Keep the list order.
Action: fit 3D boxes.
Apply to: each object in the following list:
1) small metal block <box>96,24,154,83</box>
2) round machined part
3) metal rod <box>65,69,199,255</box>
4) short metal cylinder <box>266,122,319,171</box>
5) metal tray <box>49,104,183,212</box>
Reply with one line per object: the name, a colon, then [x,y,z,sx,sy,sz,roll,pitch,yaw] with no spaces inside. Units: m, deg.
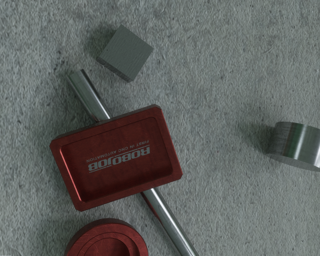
small metal block: [-0.044,-0.093,0.393,0.050,0.025,0.050,34,79,-17]
round machined part: [-0.067,0.158,0.376,0.099,0.042,0.097,0,90,-21]
metal rod: [-0.028,0.062,0.399,0.025,0.025,0.299,-34,101,-17]
short metal cylinder: [0.205,0.028,0.457,0.080,0.080,0.050,22,83,-19]
metal tray: [-0.049,0.034,0.364,0.131,0.030,0.089,-18,101,0]
